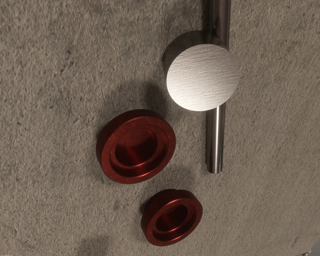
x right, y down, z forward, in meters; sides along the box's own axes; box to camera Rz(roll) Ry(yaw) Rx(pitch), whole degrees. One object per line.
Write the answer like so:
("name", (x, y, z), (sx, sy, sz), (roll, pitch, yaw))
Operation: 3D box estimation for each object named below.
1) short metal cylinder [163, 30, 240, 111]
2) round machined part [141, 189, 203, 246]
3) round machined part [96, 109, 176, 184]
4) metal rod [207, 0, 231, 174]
("short metal cylinder", (0.045, -0.067, 0.360), (0.081, 0.050, 0.079), (-3, 123, -4))
("round machined part", (0.015, 0.136, 0.490), (0.099, 0.042, 0.097), (-14, 125, -21))
("round machined part", (-0.033, 0.019, 0.391), (0.099, 0.042, 0.097), (-14, 125, -21))
("metal rod", (0.077, -0.058, 0.414), (0.025, 0.025, 0.298), (-18, 126, -19))
